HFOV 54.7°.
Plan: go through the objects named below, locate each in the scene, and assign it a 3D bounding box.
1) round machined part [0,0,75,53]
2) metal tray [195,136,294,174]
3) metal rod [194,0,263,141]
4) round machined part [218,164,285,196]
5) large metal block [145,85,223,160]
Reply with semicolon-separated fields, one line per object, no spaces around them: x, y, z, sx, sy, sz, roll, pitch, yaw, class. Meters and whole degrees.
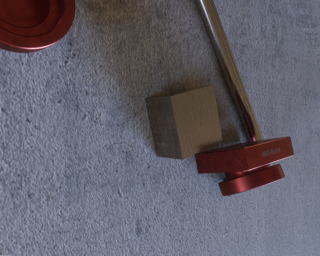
-0.133;-0.118;0.283;0.099;0.042;0.097;0;90;-40;round machined part
0.129;0.041;0.471;0.131;0.090;0.030;-8;87;-40;metal tray
0.120;-0.081;0.507;0.025;0.025;0.299;-41;115;-33;metal rod
0.137;0.070;0.480;0.099;0.098;0.042;-8;75;-40;round machined part
0.034;-0.010;0.419;0.081;0.050;0.079;-19;103;-39;large metal block
